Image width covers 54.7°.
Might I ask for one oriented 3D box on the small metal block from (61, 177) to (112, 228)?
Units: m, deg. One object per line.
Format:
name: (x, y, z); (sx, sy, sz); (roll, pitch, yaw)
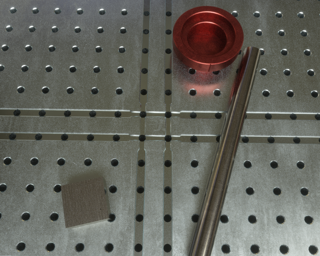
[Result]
small metal block: (-0.089, 0.091, 0.377); (0.050, 0.025, 0.050); (-12, 71, -5)

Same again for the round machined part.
round machined part: (0.067, -0.123, 0.449); (0.099, 0.042, 0.098); (0, 70, -1)

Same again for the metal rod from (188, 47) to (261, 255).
metal rod: (0.089, 0.022, 0.404); (0.025, 0.025, 0.299); (17, 71, 6)
